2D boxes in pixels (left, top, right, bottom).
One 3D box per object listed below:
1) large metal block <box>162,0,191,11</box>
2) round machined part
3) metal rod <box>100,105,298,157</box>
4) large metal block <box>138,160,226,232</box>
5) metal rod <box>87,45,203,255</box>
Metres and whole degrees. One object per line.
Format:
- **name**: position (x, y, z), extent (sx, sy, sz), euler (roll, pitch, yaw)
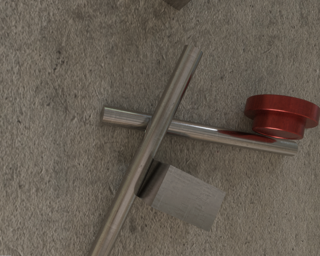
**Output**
- **large metal block**: position (0.016, -0.203, 0.386), extent (0.080, 0.080, 0.050), euler (26, 82, -19)
- **round machined part**: position (0.167, -0.011, 0.433), extent (0.099, 0.098, 0.042), euler (16, 82, -20)
- **metal rod**: position (0.068, 0.008, 0.435), extent (0.302, 0.025, 0.025), euler (10, 87, -20)
- **large metal block**: position (0.021, 0.081, 0.389), extent (0.080, 0.080, 0.050), euler (28, 81, -18)
- **metal rod**: position (-0.021, 0.039, 0.381), extent (0.025, 0.025, 0.299), euler (25, 89, -19)
